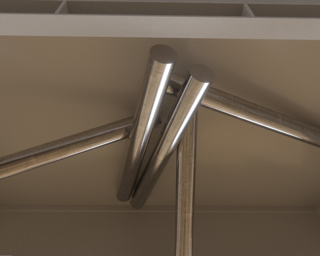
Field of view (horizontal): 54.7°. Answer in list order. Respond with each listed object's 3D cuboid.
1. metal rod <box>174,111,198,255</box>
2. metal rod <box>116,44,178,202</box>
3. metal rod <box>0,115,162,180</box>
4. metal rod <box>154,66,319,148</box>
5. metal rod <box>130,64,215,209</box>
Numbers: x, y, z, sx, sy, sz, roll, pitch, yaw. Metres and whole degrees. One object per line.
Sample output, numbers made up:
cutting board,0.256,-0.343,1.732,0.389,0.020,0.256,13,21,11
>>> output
metal rod,0.033,0.087,0.403,0.025,0.025,0.298,0,106,0
metal rod,-0.028,0.022,0.383,0.025,0.025,0.298,9,143,-8
metal rod,-0.142,0.033,0.364,0.302,0.025,0.025,-18,131,-14
metal rod,0.127,-0.013,0.379,0.302,0.025,0.025,17,128,-22
metal rod,0.001,0.036,0.399,0.025,0.025,0.298,12,142,-10
